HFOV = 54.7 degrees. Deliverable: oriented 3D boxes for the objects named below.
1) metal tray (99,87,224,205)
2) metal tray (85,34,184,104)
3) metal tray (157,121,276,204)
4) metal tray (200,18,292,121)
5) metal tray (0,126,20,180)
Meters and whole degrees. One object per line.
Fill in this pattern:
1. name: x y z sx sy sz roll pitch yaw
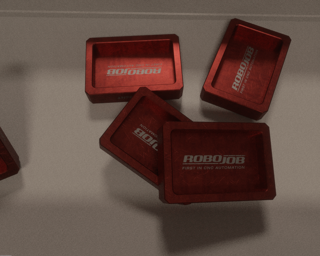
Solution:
1. metal tray: 0.003 0.022 0.382 0.130 0.030 0.090 36 73 -3
2. metal tray: -0.036 -0.084 0.437 0.131 0.030 0.090 -3 70 -2
3. metal tray: 0.065 0.040 0.360 0.131 0.030 0.090 1 78 -12
4. metal tray: 0.122 -0.085 0.439 0.090 0.030 0.130 22 71 7
5. metal tray: -0.230 0.013 0.346 0.091 0.129 0.030 -23 36 -13
